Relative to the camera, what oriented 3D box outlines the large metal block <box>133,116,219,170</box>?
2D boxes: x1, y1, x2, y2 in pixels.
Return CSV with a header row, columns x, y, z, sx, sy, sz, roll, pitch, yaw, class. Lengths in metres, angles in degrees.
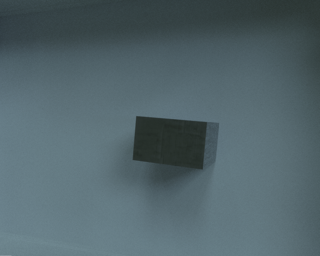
x,y,z,sx,sy,sz,roll,pitch,yaw,class
0.023,0.015,0.373,0.080,0.080,0.050,6,92,19,large metal block
